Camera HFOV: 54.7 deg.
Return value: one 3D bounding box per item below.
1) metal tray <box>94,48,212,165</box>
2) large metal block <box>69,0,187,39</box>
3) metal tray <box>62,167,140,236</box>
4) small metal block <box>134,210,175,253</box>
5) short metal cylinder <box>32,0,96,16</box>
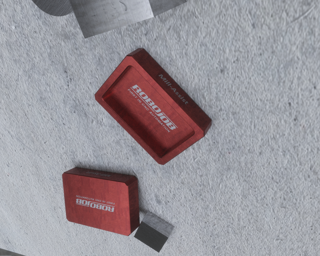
[{"bbox_3d":[-0.011,-0.024,0.394,0.130,0.030,0.090,46,129,-4],"label":"metal tray"},{"bbox_3d":[-0.031,-0.132,0.306,0.080,0.080,0.050,-6,116,31],"label":"large metal block"},{"bbox_3d":[-0.099,0.119,0.512,0.130,0.030,0.089,4,103,26],"label":"metal tray"},{"bbox_3d":[-0.010,0.174,0.520,0.050,0.025,0.050,30,128,9],"label":"small metal block"},{"bbox_3d":[-0.104,-0.169,0.341,0.080,0.050,0.079,13,124,21],"label":"short metal cylinder"}]
